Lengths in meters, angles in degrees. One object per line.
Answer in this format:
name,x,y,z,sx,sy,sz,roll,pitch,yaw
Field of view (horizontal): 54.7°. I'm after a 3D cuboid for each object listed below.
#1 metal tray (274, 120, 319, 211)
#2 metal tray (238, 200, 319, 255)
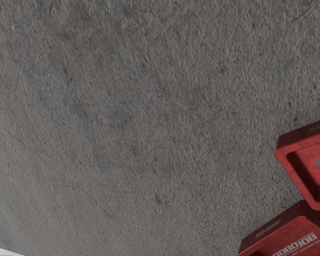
metal tray,0.199,0.029,0.316,0.130,0.030,0.090,-28,103,37
metal tray,0.178,0.161,0.409,0.090,0.030,0.129,37,129,3
